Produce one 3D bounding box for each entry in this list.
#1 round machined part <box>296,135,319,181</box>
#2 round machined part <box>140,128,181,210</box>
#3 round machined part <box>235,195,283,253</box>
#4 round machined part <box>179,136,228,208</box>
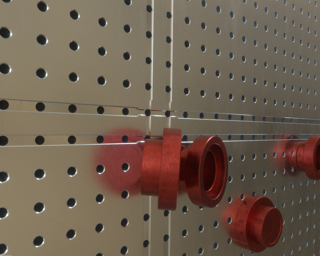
[{"bbox_3d":[0.335,0.064,0.676,0.099,0.042,0.097,0,90,-40],"label":"round machined part"},{"bbox_3d":[0.000,0.048,0.374,0.042,0.098,0.098,4,87,1],"label":"round machined part"},{"bbox_3d":[0.180,0.171,0.548,0.099,0.042,0.097,0,90,-40],"label":"round machined part"},{"bbox_3d":[0.057,0.059,0.434,0.099,0.042,0.097,-1,91,-57],"label":"round machined part"}]
